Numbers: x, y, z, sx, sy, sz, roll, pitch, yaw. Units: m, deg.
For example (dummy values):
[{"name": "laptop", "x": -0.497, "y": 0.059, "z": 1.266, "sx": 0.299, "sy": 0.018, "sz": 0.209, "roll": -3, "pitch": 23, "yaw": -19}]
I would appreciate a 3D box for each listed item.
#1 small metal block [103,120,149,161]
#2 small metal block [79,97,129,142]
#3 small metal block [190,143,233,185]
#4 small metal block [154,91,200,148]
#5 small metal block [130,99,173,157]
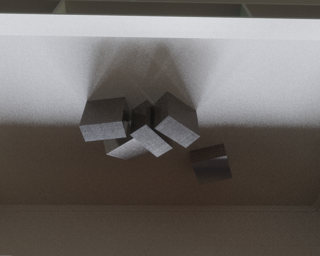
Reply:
[{"name": "small metal block", "x": -0.038, "y": 0.018, "z": 0.412, "sx": 0.050, "sy": 0.025, "sz": 0.050, "roll": -30, "pitch": 150, "yaw": 23}, {"name": "small metal block", "x": -0.067, "y": -0.012, "z": 0.382, "sx": 0.050, "sy": 0.050, "sz": 0.025, "roll": -6, "pitch": 130, "yaw": 5}, {"name": "small metal block", "x": 0.076, "y": 0.054, "z": 0.456, "sx": 0.050, "sy": 0.025, "sz": 0.050, "roll": -14, "pitch": 129, "yaw": 11}, {"name": "small metal block", "x": 0.021, "y": -0.011, "z": 0.384, "sx": 0.050, "sy": 0.050, "sz": 0.025, "roll": 32, "pitch": 123, "yaw": -25}, {"name": "small metal block", "x": -0.010, "y": 0.000, "z": 0.393, "sx": 0.025, "sy": 0.050, "sz": 0.050, "roll": -32, "pitch": 123, "yaw": 24}]
